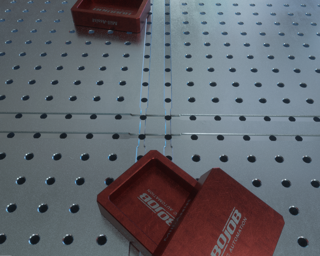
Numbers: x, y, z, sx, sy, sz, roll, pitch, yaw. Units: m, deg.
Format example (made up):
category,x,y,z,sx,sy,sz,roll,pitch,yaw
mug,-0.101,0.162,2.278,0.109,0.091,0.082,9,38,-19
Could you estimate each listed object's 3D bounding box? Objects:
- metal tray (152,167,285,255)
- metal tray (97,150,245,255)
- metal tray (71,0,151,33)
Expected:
category,x,y,z,sx,sy,sz,roll,pitch,yaw
metal tray,0.052,0.113,0.288,0.090,0.030,0.130,38,58,1
metal tray,0.009,0.091,0.327,0.130,0.030,0.090,36,58,26
metal tray,-0.091,-0.227,0.593,0.131,0.030,0.090,10,51,7
